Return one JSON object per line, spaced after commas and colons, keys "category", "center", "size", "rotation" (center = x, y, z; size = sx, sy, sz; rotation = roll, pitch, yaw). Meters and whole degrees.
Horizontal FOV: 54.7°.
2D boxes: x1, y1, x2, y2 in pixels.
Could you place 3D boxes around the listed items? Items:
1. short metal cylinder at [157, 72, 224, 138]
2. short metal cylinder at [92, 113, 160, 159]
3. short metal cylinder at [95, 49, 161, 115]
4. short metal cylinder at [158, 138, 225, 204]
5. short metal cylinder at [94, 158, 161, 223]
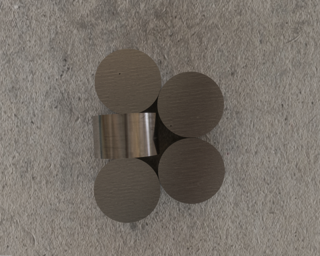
{"category": "short metal cylinder", "center": [0.037, -0.029, 0.398], "size": [0.081, 0.050, 0.080], "rotation": [0, 91, 0]}
{"category": "short metal cylinder", "center": [-0.042, 0.009, 0.383], "size": [0.080, 0.080, 0.050], "rotation": [-3, 90, 0]}
{"category": "short metal cylinder", "center": [-0.038, -0.056, 0.398], "size": [0.080, 0.050, 0.080], "rotation": [0, 90, 1]}
{"category": "short metal cylinder", "center": [0.038, 0.051, 0.398], "size": [0.080, 0.050, 0.080], "rotation": [0, 91, 1]}
{"category": "short metal cylinder", "center": [-0.039, 0.074, 0.398], "size": [0.080, 0.050, 0.080], "rotation": [0, 90, 1]}
